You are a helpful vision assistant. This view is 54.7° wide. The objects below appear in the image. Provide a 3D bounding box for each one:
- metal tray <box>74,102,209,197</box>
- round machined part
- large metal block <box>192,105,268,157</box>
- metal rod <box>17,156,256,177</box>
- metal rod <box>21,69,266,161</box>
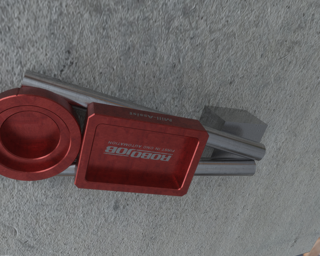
[{"bbox_3d":[-0.021,0.028,0.344,0.131,0.030,0.089,9,115,-19],"label":"metal tray"},{"bbox_3d":[-0.133,0.003,0.320,0.099,0.042,0.097,-7,119,-13],"label":"round machined part"},{"bbox_3d":[0.098,0.017,0.456,0.081,0.050,0.079,4,117,-31],"label":"large metal block"},{"bbox_3d":[-0.019,0.048,0.387,0.302,0.025,0.025,2,118,-16],"label":"metal rod"},{"bbox_3d":[-0.001,-0.007,0.363,0.302,0.025,0.025,16,110,-22],"label":"metal rod"}]
